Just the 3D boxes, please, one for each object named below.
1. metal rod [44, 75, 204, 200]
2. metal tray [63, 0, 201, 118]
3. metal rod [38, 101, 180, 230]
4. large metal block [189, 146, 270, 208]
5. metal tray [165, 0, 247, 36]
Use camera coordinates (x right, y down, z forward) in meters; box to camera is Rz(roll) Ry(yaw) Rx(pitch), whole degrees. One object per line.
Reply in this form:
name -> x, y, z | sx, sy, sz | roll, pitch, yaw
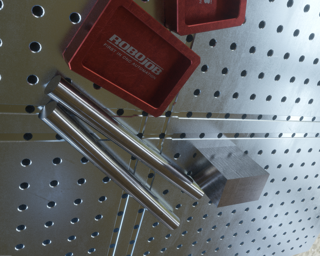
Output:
metal rod -> -0.025, 0.031, 0.418 | 0.025, 0.025, 0.300 | -46, 130, 3
metal tray -> -0.026, -0.077, 0.346 | 0.131, 0.030, 0.090 | 29, 103, -38
metal rod -> -0.049, 0.071, 0.429 | 0.025, 0.025, 0.300 | -40, 130, -2
large metal block -> 0.105, 0.072, 0.480 | 0.081, 0.080, 0.050 | -2, 119, -28
metal tray -> 0.051, -0.172, 0.330 | 0.091, 0.030, 0.129 | -16, 125, -20
